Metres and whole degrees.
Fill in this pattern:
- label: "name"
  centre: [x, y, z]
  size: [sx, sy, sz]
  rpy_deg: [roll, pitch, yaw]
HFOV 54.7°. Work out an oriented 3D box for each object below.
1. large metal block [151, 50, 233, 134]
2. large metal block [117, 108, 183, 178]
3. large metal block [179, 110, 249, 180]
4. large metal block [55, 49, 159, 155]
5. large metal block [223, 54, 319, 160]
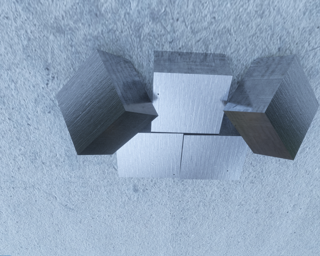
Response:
- label: "large metal block"
  centre: [0.032, -0.041, 0.358]
  size: [0.081, 0.050, 0.079]
  rpy_deg: [2, 130, -2]
- label: "large metal block"
  centre: [-0.014, 0.020, 0.408]
  size: [0.081, 0.050, 0.079]
  rpy_deg: [1, 130, -2]
- label: "large metal block"
  centre: [0.067, 0.023, 0.411]
  size: [0.081, 0.050, 0.079]
  rpy_deg: [1, 130, -2]
- label: "large metal block"
  centre: [-0.061, -0.025, 0.341]
  size: [0.080, 0.080, 0.050]
  rpy_deg: [-39, 155, 28]
- label: "large metal block"
  centre: [0.127, -0.023, 0.347]
  size: [0.050, 0.080, 0.080]
  rpy_deg: [8, 147, 51]
